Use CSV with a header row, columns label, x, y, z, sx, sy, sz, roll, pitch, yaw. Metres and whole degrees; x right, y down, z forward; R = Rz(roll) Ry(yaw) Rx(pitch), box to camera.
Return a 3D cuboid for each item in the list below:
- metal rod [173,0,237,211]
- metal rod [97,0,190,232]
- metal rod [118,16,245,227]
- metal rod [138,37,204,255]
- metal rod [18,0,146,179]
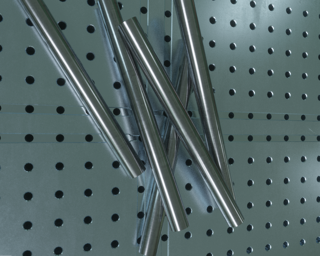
label,x,y,z,sx,sy,sz,roll,pitch,yaw
metal rod,0.065,-0.023,0.418,0.025,0.025,0.298,-19,104,-19
metal rod,-0.020,-0.017,0.389,0.025,0.025,0.298,-18,90,-19
metal rod,0.033,0.001,0.398,0.025,0.025,0.299,-33,102,-17
metal rod,0.016,0.019,0.419,0.025,0.025,0.298,14,85,-20
metal rod,-0.103,-0.068,0.374,0.025,0.025,0.299,-34,101,-17
